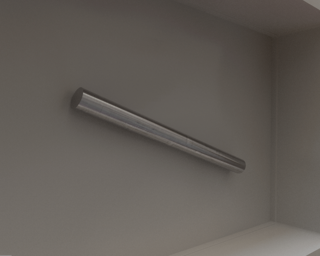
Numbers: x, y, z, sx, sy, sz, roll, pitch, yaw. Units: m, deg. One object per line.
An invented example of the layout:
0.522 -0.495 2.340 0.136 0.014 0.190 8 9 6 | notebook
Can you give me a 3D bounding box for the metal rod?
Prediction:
0.021 0.016 0.421 0.302 0.025 0.025 23 75 -37 | metal rod
